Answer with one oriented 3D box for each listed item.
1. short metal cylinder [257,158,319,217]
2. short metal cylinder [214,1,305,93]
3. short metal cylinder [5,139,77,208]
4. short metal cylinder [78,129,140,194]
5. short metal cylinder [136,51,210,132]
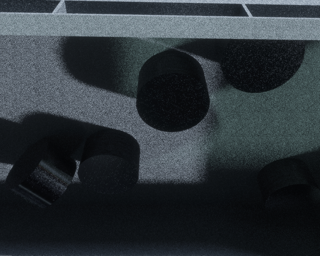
[{"bbox_3d":[0.196,0.092,0.474,0.081,0.050,0.079,0,130,0],"label":"short metal cylinder"},{"bbox_3d":[0.101,-0.084,0.323,0.081,0.050,0.079,0,130,0],"label":"short metal cylinder"},{"bbox_3d":[-0.162,0.062,0.423,0.080,0.080,0.050,-30,124,22],"label":"short metal cylinder"},{"bbox_3d":[-0.069,0.048,0.432,0.081,0.050,0.079,0,130,0],"label":"short metal cylinder"},{"bbox_3d":[0.014,-0.041,0.358,0.081,0.050,0.079,0,130,0],"label":"short metal cylinder"}]
